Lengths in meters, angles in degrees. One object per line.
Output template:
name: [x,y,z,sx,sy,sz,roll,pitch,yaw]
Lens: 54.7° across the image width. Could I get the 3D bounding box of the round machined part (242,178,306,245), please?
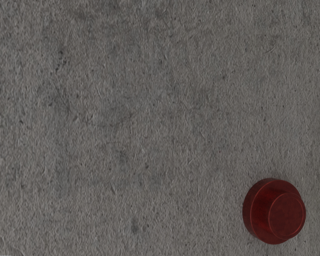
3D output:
round machined part: [0.178,0.127,0.465,0.099,0.042,0.097,0,90,-20]
